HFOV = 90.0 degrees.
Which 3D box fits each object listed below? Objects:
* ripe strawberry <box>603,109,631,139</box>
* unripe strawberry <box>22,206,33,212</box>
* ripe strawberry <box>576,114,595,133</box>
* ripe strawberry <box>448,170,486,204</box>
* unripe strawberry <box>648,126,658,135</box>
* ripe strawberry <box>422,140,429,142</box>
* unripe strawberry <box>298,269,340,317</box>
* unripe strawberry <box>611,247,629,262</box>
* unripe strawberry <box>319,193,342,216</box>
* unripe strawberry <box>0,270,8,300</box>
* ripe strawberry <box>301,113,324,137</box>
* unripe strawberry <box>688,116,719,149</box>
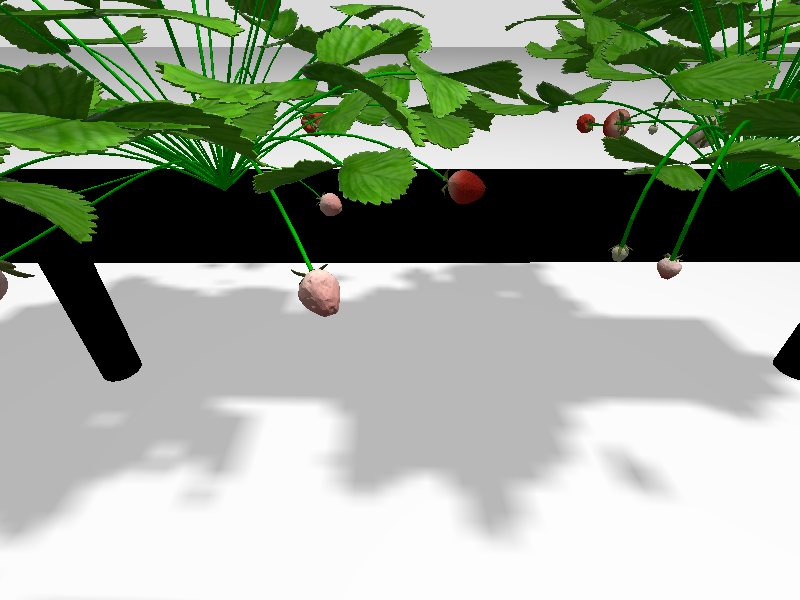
[{"bbox_3d":[0.276,-0.224,0.512,0.031,0.035,0.034,-3,17,-5],"label":"ripe strawberry"},{"bbox_3d":[-0.279,-0.075,0.306,0.017,0.018,0.016,-14,36,-19],"label":"unripe strawberry"},{"bbox_3d":[0.256,-0.245,0.555,0.024,0.025,0.026,-5,34,-7],"label":"ripe strawberry"},{"bbox_3d":[0.053,-0.090,0.320,0.030,0.026,0.030,13,35,3],"label":"ripe strawberry"},{"bbox_3d":[0.327,-0.220,0.518,0.011,0.011,0.010,5,34,8],"label":"unripe strawberry"},{"bbox_3d":[0.035,-0.211,0.498,0.027,0.030,0.029,30,1,37],"label":"ripe strawberry"},{"bbox_3d":[-0.038,-0.002,0.194,0.020,0.022,0.023,-19,-16,-26],"label":"unripe strawberry"},{"bbox_3d":[0.128,-0.027,0.234,0.010,0.010,0.009,-25,41,-32],"label":"unripe strawberry"},{"bbox_3d":[-0.052,-0.072,0.304,0.017,0.017,0.016,28,41,15],"label":"unripe strawberry"},{"bbox_3d":[-0.215,-0.010,0.191,0.033,0.038,0.036,10,36,15],"label":"unripe strawberry"},{"bbox_3d":[-0.114,-0.238,0.538,0.032,0.034,0.035,6,24,8],"label":"ripe strawberry"},{"bbox_3d":[0.362,-0.200,0.476,0.032,0.037,0.035,14,36,19],"label":"unripe strawberry"}]
